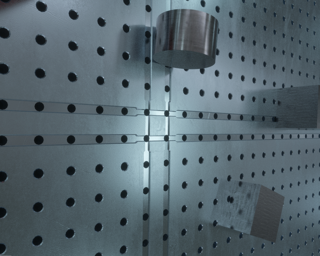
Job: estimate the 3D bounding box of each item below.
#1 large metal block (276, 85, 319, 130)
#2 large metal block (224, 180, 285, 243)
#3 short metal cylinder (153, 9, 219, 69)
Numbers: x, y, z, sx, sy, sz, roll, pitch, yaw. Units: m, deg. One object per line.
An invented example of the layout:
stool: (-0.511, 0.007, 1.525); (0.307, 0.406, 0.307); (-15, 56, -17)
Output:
large metal block: (0.279, -0.037, 0.607); (0.050, 0.080, 0.080); (6, 86, -40)
large metal block: (0.163, 0.143, 0.530); (0.080, 0.050, 0.080); (29, 72, -36)
short metal cylinder: (0.033, -0.112, 0.401); (0.081, 0.080, 0.050); (9, 84, -40)
